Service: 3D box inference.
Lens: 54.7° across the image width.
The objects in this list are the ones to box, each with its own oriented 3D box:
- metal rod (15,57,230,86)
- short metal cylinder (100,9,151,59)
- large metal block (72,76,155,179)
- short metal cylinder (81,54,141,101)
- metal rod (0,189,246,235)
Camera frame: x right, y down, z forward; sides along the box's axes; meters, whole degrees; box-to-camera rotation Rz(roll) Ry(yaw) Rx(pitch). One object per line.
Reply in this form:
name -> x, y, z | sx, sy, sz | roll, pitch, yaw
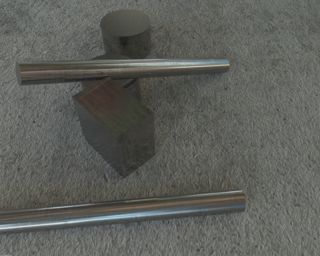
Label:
metal rod -> -0.023, -0.078, 0.404 | 0.303, 0.025, 0.025 | -10, 48, -34
short metal cylinder -> -0.055, -0.154, 0.516 | 0.081, 0.050, 0.080 | 0, 50, 0
large metal block -> -0.052, 0.000, 0.367 | 0.050, 0.080, 0.080 | -36, 59, -26
short metal cylinder -> -0.068, -0.059, 0.436 | 0.081, 0.050, 0.080 | 0, 50, 0
metal rod -> -0.061, 0.090, 0.326 | 0.302, 0.025, 0.025 | -4, 50, -4
